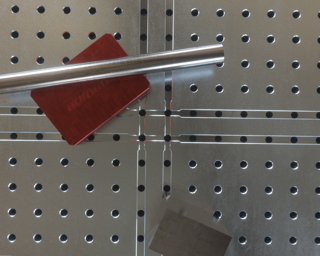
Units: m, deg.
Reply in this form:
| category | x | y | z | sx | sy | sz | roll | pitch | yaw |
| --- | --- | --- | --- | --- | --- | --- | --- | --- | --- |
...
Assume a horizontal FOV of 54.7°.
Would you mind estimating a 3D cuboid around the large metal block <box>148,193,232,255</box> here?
| category | x | y | z | sx | sy | sz | roll | pitch | yaw |
| --- | --- | --- | --- | --- | --- | --- | --- | --- | --- |
| large metal block | 0.034 | 0.128 | 0.386 | 0.080 | 0.080 | 0.050 | 24 | 90 | -1 |

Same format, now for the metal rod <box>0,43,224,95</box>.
| category | x | y | z | sx | sy | sz | roll | pitch | yaw |
| --- | --- | --- | --- | --- | --- | --- | --- | --- | --- |
| metal rod | -0.073 | -0.071 | 0.381 | 0.302 | 0.025 | 0.025 | -8 | 90 | -1 |

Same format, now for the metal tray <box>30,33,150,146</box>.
| category | x | y | z | sx | sy | sz | roll | pitch | yaw |
| --- | --- | --- | --- | --- | --- | --- | --- | --- | --- |
| metal tray | -0.089 | -0.050 | 0.410 | 0.130 | 0.030 | 0.090 | -38 | 91 | -1 |
